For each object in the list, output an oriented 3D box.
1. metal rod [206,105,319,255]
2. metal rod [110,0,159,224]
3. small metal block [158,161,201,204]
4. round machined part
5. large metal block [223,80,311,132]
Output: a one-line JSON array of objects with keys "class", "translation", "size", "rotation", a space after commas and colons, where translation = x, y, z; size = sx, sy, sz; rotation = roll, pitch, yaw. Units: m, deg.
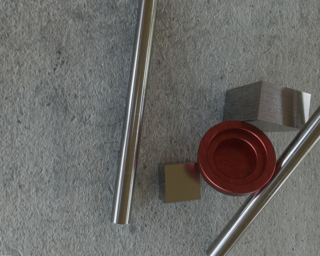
[{"class": "metal rod", "translation": [0.157, 0.062, 0.409], "size": [0.025, 0.025, 0.299], "rotation": [29, 103, -18]}, {"class": "metal rod", "translation": [-0.032, -0.030, 0.398], "size": [0.025, 0.025, 0.298], "rotation": [8, 87, -20]}, {"class": "small metal block", "translation": [0.026, 0.072, 0.420], "size": [0.050, 0.025, 0.050], "rotation": [-2, 91, -20]}, {"class": "round machined part", "translation": [0.099, 0.042, 0.414], "size": [0.099, 0.042, 0.098], "rotation": [0, 67, 1]}, {"class": "large metal block", "translation": [0.147, -0.026, 0.435], "size": [0.081, 0.080, 0.050], "rotation": [11, 84, -20]}]
